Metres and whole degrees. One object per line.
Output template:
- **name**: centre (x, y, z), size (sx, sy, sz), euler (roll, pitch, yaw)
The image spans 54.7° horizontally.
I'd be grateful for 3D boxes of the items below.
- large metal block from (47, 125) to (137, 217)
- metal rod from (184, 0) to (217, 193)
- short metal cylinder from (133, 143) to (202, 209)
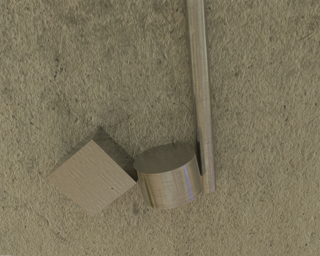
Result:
- **large metal block**: centre (-0.086, 0.058, 0.417), size (0.080, 0.050, 0.080), euler (-39, 106, 13)
- **metal rod**: centre (0.051, -0.053, 0.390), size (0.025, 0.025, 0.298), euler (-6, 110, 2)
- **short metal cylinder**: centre (0.011, 0.060, 0.403), size (0.080, 0.080, 0.050), euler (-12, 110, 4)
